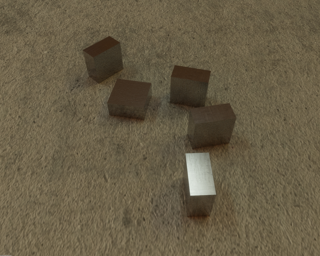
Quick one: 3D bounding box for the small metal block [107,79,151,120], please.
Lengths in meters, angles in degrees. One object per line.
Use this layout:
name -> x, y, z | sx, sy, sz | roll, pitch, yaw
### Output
small metal block -> -0.042, -0.041, 0.437 | 0.050, 0.025, 0.050 | 8, 51, 7

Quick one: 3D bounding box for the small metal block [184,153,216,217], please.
small metal block -> 0.041, 0.062, 0.335 | 0.025, 0.050, 0.050 | -2, 50, -2

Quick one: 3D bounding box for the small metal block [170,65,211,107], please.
small metal block -> 0.042, -0.057, 0.435 | 0.050, 0.050, 0.025 | 11, 51, 9

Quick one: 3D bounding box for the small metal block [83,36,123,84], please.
small metal block -> -0.086, -0.104, 0.474 | 0.025, 0.050, 0.050 | 37, 59, 26

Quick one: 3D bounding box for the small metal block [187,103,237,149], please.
small metal block -> 0.063, -0.002, 0.389 | 0.050, 0.050, 0.025 | -9, 51, -7
